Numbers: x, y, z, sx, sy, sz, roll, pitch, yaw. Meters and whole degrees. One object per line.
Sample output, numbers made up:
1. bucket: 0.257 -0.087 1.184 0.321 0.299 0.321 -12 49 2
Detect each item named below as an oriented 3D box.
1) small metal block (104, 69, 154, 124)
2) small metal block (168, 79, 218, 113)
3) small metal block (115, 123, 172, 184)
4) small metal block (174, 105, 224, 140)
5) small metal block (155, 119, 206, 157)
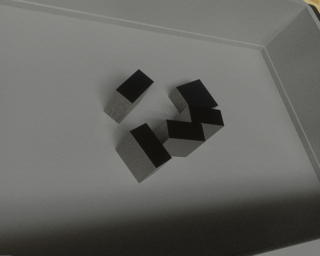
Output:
1. small metal block: -0.040 -0.040 0.394 0.025 0.050 0.050 40 51 -2
2. small metal block: 0.050 -0.040 0.459 0.050 0.025 0.050 -24 75 -37
3. small metal block: -0.020 0.030 0.362 0.025 0.050 0.050 -29 78 -38
4. small metal block: 0.050 -0.004 0.421 0.050 0.050 0.025 7 59 -25
5. small metal block: 0.021 0.015 0.394 0.050 0.050 0.025 6 59 -26
